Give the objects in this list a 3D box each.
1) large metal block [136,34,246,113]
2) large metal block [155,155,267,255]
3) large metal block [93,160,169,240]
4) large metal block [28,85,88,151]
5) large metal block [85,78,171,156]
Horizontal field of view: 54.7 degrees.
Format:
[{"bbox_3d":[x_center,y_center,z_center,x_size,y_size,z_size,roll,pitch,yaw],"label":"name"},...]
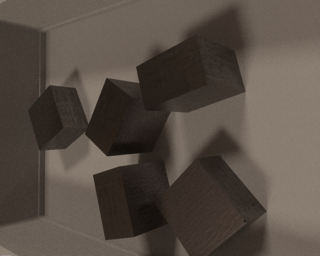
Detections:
[{"bbox_3d":[0.034,-0.054,0.341,0.080,0.081,0.050,-19,78,38],"label":"large metal block"},{"bbox_3d":[0.054,0.088,0.345,0.080,0.050,0.080,-52,60,27],"label":"large metal block"},{"bbox_3d":[-0.030,0.089,0.394,0.050,0.081,0.080,-22,76,38],"label":"large metal block"},{"bbox_3d":[-0.175,-0.016,0.532,0.080,0.050,0.080,-36,68,34],"label":"large metal block"},{"bbox_3d":[-0.038,-0.013,0.400,0.050,0.081,0.079,38,113,33],"label":"large metal block"}]
